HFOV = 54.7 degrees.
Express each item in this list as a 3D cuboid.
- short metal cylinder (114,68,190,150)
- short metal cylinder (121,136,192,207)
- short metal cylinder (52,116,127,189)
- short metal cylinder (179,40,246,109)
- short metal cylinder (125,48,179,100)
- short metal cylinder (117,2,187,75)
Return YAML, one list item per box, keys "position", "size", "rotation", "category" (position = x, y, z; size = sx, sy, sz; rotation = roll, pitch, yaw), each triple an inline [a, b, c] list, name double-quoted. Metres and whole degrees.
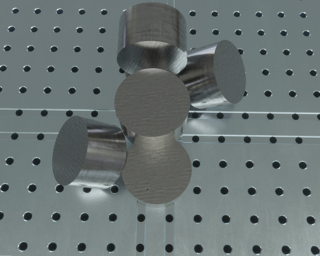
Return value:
- position: [-0.008, -0.020, 0.352]
  size: [0.081, 0.050, 0.080]
  rotation: [0, 70, 0]
  category: "short metal cylinder"
- position: [-0.004, 0.054, 0.378]
  size: [0.081, 0.050, 0.080]
  rotation: [0, 71, 0]
  category: "short metal cylinder"
- position: [-0.084, 0.030, 0.365]
  size: [0.050, 0.080, 0.080]
  rotation: [16, 63, -42]
  category: "short metal cylinder"
- position: [0.069, -0.067, 0.400]
  size: [0.050, 0.080, 0.080]
  rotation: [-7, 64, 41]
  category: "short metal cylinder"
- position: [-0.007, -0.074, 0.425]
  size: [0.081, 0.050, 0.080]
  rotation: [0, 71, 0]
  category: "short metal cylinder"
- position: [-0.009, -0.099, 0.364]
  size: [0.081, 0.080, 0.050]
  rotation: [0, 70, 0]
  category: "short metal cylinder"
